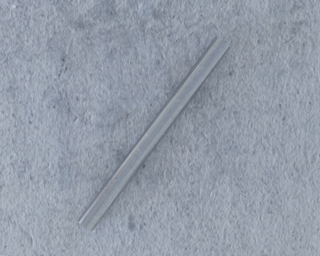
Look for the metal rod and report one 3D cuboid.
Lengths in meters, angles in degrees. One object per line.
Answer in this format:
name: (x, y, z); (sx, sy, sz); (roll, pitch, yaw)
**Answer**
metal rod: (-0.008, 0.008, 0.409); (0.025, 0.025, 0.299); (37, 90, -1)
